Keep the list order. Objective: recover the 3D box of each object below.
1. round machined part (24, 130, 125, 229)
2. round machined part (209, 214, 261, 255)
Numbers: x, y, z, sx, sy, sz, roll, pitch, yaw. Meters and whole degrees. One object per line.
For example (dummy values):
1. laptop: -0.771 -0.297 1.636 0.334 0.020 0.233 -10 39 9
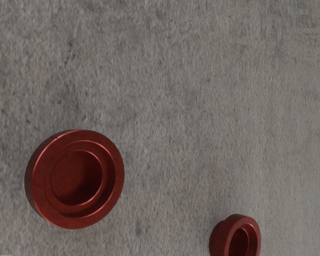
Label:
1. round machined part: -0.089 0.050 0.320 0.099 0.042 0.097 0 90 -40
2. round machined part: 0.116 0.186 0.494 0.099 0.042 0.097 0 90 -40
